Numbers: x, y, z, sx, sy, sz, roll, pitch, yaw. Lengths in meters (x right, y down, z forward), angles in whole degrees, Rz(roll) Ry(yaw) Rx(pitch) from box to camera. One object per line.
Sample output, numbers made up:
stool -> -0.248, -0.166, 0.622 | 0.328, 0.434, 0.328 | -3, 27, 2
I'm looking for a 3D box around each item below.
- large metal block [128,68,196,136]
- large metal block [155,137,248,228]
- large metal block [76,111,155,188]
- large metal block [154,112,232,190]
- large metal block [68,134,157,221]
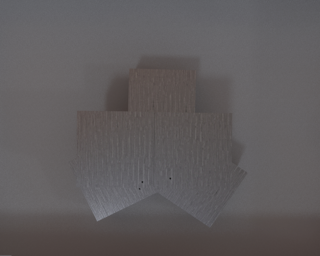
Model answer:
large metal block -> 0.002, -0.031, 0.397 | 0.081, 0.050, 0.080 | 2, 90, 0
large metal block -> 0.050, 0.064, 0.396 | 0.080, 0.050, 0.080 | 34, 90, 0
large metal block -> -0.046, 0.022, 0.347 | 0.081, 0.050, 0.080 | 1, 90, 0
large metal block -> 0.034, 0.024, 0.346 | 0.081, 0.050, 0.080 | 1, 90, 0
large metal block -> -0.057, 0.059, 0.397 | 0.080, 0.050, 0.080 | -26, 90, 0
